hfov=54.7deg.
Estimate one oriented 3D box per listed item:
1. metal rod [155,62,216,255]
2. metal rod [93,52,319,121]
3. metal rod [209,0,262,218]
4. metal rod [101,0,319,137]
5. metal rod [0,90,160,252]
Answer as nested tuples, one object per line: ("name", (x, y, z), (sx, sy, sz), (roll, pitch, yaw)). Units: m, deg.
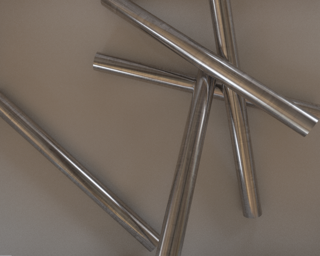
("metal rod", (0.029, 0.050, 0.342), (0.025, 0.025, 0.299), (15, 69, 0))
("metal rod", (0.062, -0.054, 0.411), (0.302, 0.025, 0.025), (13, 90, 0))
("metal rod", (0.095, -0.030, 0.388), (0.025, 0.025, 0.298), (-11, 100, 0))
("metal rod", (0.045, -0.087, 0.369), (0.300, 0.025, 0.025), (37, 90, 17))
("metal rod", (-0.117, 0.053, 0.410), (0.300, 0.025, 0.025), (42, 90, 0))
